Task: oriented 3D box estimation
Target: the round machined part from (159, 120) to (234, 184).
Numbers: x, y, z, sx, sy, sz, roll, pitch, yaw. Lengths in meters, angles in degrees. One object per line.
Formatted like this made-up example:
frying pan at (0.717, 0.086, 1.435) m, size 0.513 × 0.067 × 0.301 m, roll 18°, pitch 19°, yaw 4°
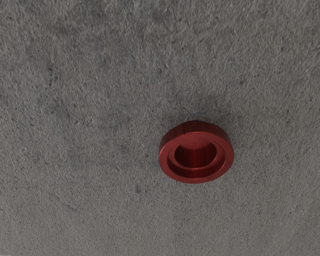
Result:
round machined part at (0.047, 0.028, 0.420) m, size 0.099 × 0.042 × 0.097 m, roll 0°, pitch 130°, yaw 0°
